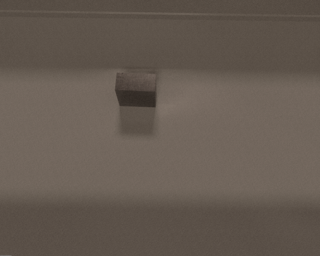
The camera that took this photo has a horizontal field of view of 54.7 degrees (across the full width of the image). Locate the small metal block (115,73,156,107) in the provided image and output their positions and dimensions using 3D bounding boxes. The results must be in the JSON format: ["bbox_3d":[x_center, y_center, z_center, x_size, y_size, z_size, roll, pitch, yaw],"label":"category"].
[{"bbox_3d":[-0.031,-0.050,0.414,0.050,0.050,0.025,2,70,0],"label":"small metal block"}]
